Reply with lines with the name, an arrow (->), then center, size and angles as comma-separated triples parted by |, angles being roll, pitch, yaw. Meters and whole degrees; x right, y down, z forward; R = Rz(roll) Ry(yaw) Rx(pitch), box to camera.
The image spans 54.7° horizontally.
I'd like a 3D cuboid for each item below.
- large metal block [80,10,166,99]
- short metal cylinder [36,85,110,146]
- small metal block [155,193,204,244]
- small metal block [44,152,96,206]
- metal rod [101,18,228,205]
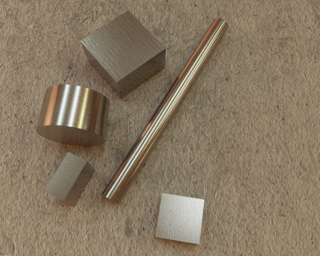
large metal block -> -0.049, -0.102, 0.431 | 0.080, 0.050, 0.080 | -38, 75, -13
short metal cylinder -> -0.105, -0.013, 0.382 | 0.080, 0.080, 0.050 | 5, 70, 1
small metal block -> 0.023, 0.108, 0.369 | 0.050, 0.025, 0.050 | 9, 70, 3
small metal block -> -0.105, 0.062, 0.371 | 0.025, 0.050, 0.050 | 24, 72, 8
metal rod -> 0.015, -0.034, 0.420 | 0.025, 0.025, 0.300 | 29, 72, 10
